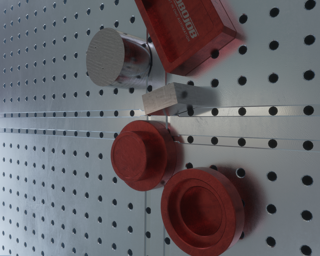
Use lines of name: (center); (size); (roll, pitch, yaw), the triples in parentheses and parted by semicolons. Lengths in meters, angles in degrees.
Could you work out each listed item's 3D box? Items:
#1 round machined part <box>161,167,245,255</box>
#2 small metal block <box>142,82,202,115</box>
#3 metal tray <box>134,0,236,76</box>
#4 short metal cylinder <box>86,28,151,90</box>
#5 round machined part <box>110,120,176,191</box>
round machined part: (0.052, 0.094, 0.356); (0.098, 0.042, 0.097); (0, 90, 40)
small metal block: (0.015, -0.034, 0.381); (0.050, 0.050, 0.025); (-17, 79, 38)
metal tray: (0.025, -0.142, 0.384); (0.090, 0.030, 0.130); (-34, 69, 34)
short metal cylinder: (-0.060, -0.097, 0.443); (0.080, 0.050, 0.079); (0, 90, 40)
round machined part: (-0.029, 0.038, 0.422); (0.098, 0.042, 0.097); (0, 90, 40)
